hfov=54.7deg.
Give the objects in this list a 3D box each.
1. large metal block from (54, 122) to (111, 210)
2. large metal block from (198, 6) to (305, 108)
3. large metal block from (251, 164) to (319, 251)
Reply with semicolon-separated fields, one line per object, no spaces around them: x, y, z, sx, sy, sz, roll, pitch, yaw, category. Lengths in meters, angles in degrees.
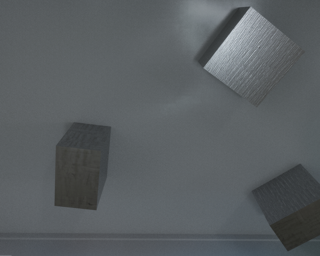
-0.097;0.046;0.398;0.050;0.080;0.079;7;110;-3;large metal block
0.105;-0.085;0.368;0.080;0.050;0.080;34;106;-12;large metal block
0.184;0.106;0.424;0.080;0.080;0.050;-33;107;11;large metal block
